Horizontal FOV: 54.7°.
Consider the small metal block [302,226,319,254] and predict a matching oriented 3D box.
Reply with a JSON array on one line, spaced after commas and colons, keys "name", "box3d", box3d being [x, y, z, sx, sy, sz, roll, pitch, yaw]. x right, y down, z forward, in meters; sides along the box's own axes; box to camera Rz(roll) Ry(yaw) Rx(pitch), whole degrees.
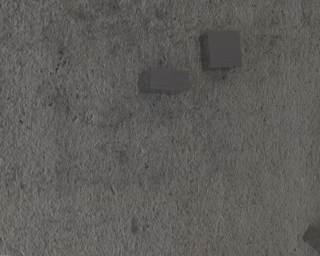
[{"name": "small metal block", "box3d": [0.268, 0.188, 0.495, 0.050, 0.050, 0.025, 41, 77, -16]}]

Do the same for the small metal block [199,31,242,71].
[{"name": "small metal block", "box3d": [0.086, -0.110, 0.440, 0.050, 0.025, 0.050, -7, 93, -20]}]

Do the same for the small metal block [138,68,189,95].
[{"name": "small metal block", "box3d": [0.004, -0.059, 0.397, 0.050, 0.050, 0.025, 1, 90, -20]}]
